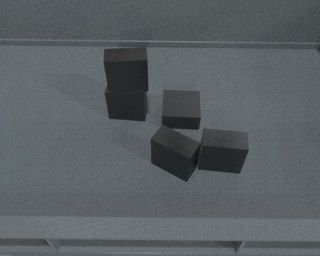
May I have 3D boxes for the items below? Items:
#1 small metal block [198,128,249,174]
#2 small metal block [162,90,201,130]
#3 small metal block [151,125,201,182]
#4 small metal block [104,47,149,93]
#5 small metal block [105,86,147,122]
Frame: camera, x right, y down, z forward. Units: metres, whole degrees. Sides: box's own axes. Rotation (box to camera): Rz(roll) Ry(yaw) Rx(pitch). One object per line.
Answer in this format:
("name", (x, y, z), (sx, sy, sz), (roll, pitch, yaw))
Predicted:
("small metal block", (0.074, 0.028, 0.366), (0.050, 0.050, 0.025), (5, 50, 4))
("small metal block", (0.029, -0.026, 0.427), (0.050, 0.025, 0.050), (2, 50, 1))
("small metal block", (0.017, 0.030, 0.364), (0.050, 0.050, 0.025), (26, 55, 20))
("small metal block", (-0.041, -0.071, 0.383), (0.050, 0.050, 0.025), (-3, 50, -3))
("small metal block", (-0.044, -0.036, 0.419), (0.050, 0.050, 0.025), (4, 50, 3))
